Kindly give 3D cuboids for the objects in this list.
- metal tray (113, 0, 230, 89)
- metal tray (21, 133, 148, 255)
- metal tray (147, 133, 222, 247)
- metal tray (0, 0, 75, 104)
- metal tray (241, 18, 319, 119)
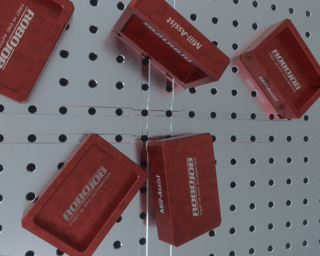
[{"bbox_3d":[0.011,-0.103,0.381,0.130,0.090,0.030,36,79,-17],"label":"metal tray"},{"bbox_3d":[-0.088,0.082,0.377,0.090,0.030,0.130,40,77,-16],"label":"metal tray"},{"bbox_3d":[0.035,0.076,0.407,0.091,0.030,0.129,-9,93,-40],"label":"metal tray"},{"bbox_3d":[-0.166,-0.103,0.348,0.090,0.030,0.130,27,81,-18],"label":"metal tray"},{"bbox_3d":[0.196,-0.089,0.481,0.090,0.030,0.130,-43,104,-15],"label":"metal tray"}]
